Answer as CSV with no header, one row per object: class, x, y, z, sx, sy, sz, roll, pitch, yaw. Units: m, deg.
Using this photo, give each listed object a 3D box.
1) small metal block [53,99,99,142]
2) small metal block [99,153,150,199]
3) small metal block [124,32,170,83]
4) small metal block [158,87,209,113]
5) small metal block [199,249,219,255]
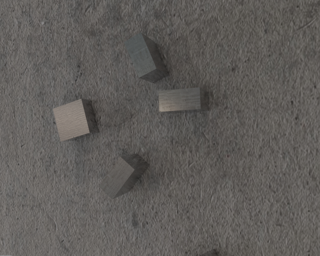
small metal block,-0.123,-0.011,0.452,0.050,0.025,0.050,-17,85,19
small metal block,-0.046,0.063,0.412,0.025,0.050,0.050,40,103,15
small metal block,-0.016,-0.089,0.401,0.025,0.050,0.050,-25,82,18
small metal block,0.031,-0.033,0.385,0.050,0.050,0.025,-3,89,20
small metal block,0.058,0.189,0.389,0.050,0.025,0.050,-32,80,17
